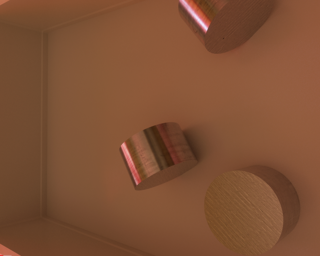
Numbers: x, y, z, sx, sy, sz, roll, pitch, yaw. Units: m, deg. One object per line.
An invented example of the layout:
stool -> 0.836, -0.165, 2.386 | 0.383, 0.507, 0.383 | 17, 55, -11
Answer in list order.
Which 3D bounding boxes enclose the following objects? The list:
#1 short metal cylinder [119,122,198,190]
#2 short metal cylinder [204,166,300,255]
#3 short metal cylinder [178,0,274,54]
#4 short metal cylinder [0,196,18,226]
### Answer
short metal cylinder -> -0.002, 0.035, 0.373 | 0.080, 0.081, 0.050 | -38, 67, 33
short metal cylinder -> 0.093, 0.080, 0.314 | 0.080, 0.050, 0.080 | 0, 90, 40
short metal cylinder -> 0.066, -0.123, 0.316 | 0.080, 0.081, 0.050 | -46, 63, 30
short metal cylinder -> -0.349, 0.177, 0.663 | 0.080, 0.081, 0.050 | -5, 87, 40
